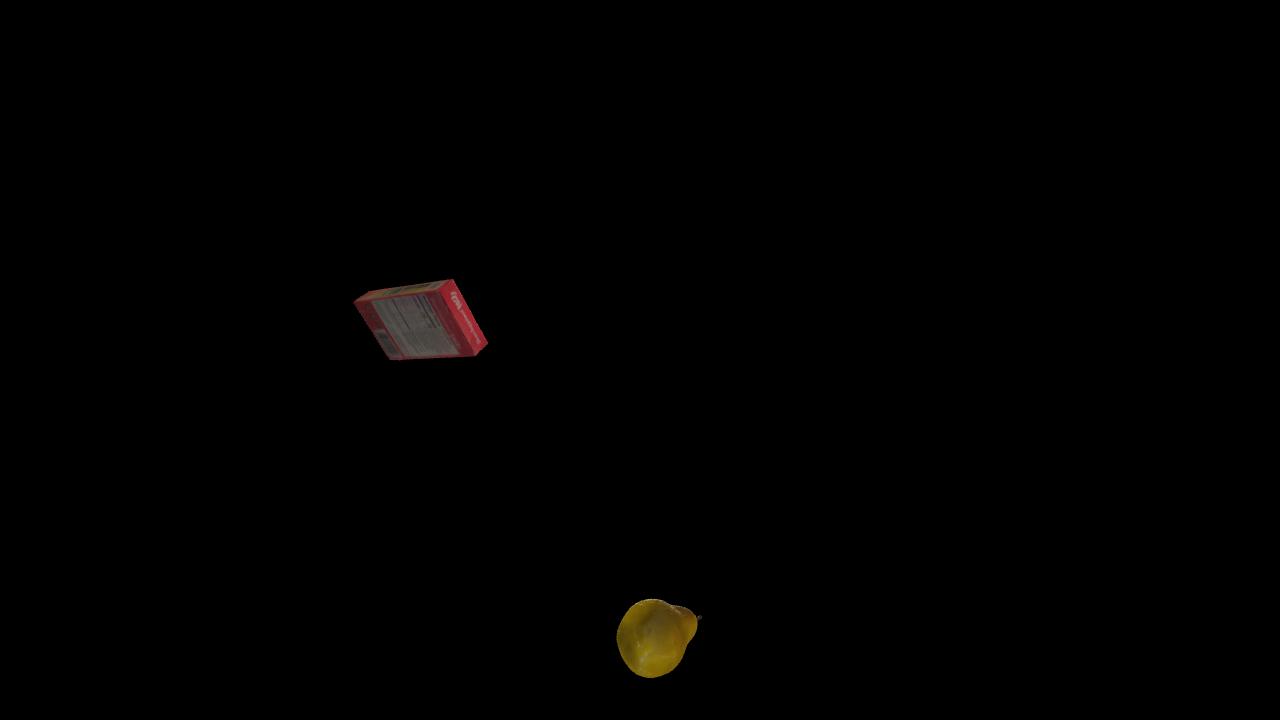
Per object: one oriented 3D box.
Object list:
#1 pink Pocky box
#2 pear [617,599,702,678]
[{"bbox_3d":[-0.248,-0.042,0.693,0.155,0.084,0.029,-2,34,34],"label":"pink Pocky box"},{"bbox_3d":[0.033,0.294,0.668,0.111,0.080,0.080,-9,5,-32],"label":"pear"}]
